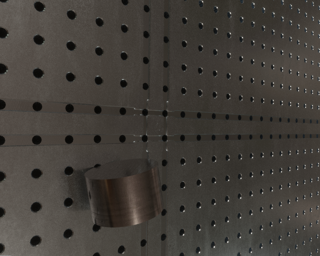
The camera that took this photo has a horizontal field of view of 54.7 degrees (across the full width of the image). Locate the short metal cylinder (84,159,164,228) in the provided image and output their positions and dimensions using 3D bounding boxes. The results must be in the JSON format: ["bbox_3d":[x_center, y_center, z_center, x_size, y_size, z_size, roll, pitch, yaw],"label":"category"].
[{"bbox_3d":[-0.039,0.068,0.343,0.081,0.080,0.050,-14,99,-40],"label":"short metal cylinder"}]
